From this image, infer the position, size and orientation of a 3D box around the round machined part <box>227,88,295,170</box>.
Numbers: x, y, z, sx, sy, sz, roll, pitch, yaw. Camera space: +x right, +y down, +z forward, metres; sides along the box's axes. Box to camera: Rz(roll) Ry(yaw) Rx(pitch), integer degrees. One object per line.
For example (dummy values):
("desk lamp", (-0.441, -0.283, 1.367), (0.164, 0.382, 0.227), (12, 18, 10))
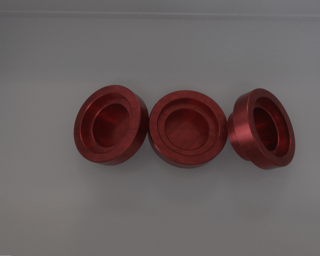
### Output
("round machined part", (0.121, 0.004, 0.383), (0.099, 0.042, 0.098), (17, 62, -36))

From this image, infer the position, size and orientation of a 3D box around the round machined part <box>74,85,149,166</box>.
("round machined part", (-0.056, -0.001, 0.387), (0.098, 0.042, 0.098), (-10, 68, 26))

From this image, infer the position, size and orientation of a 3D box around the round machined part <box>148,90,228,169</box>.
("round machined part", (0.033, 0.004, 0.396), (0.099, 0.042, 0.098), (2, 69, -5))
